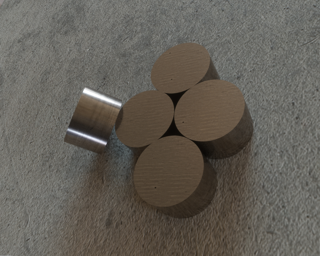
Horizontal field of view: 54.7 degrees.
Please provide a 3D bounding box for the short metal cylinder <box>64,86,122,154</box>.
[{"bbox_3d":[-0.090,-0.010,0.416,0.080,0.050,0.080,-157,89,-78],"label":"short metal cylinder"}]

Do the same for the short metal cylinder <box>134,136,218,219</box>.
[{"bbox_3d":[0.018,0.055,0.346,0.080,0.050,0.080,-13,56,21],"label":"short metal cylinder"}]

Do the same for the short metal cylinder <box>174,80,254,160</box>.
[{"bbox_3d":[0.064,-0.009,0.362,0.080,0.050,0.080,-13,56,21],"label":"short metal cylinder"}]

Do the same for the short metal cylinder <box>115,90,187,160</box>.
[{"bbox_3d":[-0.009,-0.001,0.395,0.080,0.050,0.080,-13,56,21],"label":"short metal cylinder"}]

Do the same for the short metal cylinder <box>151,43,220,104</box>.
[{"bbox_3d":[0.035,-0.065,0.411,0.080,0.050,0.080,-13,56,21],"label":"short metal cylinder"}]
